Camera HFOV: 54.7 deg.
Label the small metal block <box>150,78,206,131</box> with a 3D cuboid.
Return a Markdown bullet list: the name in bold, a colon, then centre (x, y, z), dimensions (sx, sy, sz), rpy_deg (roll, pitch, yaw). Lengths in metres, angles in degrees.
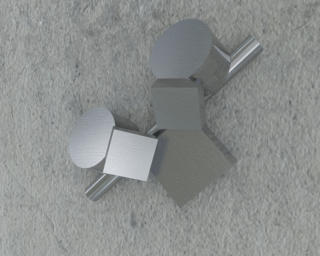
- **small metal block**: centre (0.021, -0.026, 0.336), dimensions (0.050, 0.025, 0.050), rpy_deg (2, 122, 19)

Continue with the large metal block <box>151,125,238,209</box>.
- **large metal block**: centre (0.035, 0.038, 0.382), dimensions (0.080, 0.050, 0.080), rpy_deg (-43, 77, 14)

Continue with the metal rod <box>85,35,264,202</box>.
- **metal rod**: centre (0.009, -0.003, 0.406), dimensions (0.299, 0.025, 0.025), rpy_deg (-43, 77, 14)

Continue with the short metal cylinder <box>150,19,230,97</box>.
- **short metal cylinder**: centre (0.036, -0.080, 0.368), dimensions (0.080, 0.050, 0.080), rpy_deg (-14, 65, 31)

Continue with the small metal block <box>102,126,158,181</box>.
- **small metal block**: centre (-0.035, 0.029, 0.356), dimensions (0.050, 0.025, 0.050), rpy_deg (14, 96, -13)

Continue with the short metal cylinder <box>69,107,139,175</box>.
- **short metal cylinder**: centre (-0.072, 0.018, 0.406), dimensions (0.080, 0.050, 0.080), rpy_deg (-14, 65, 31)
